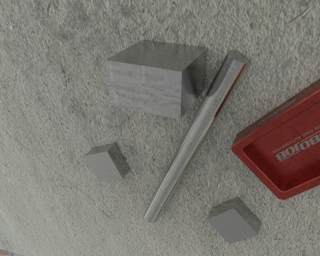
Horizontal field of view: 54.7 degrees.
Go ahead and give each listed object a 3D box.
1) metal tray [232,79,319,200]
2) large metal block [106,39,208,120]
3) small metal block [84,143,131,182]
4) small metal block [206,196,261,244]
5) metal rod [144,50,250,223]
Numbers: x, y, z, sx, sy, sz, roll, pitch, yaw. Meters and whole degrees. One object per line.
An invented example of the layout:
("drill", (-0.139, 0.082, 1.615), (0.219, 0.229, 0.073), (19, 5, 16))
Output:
("metal tray", (0.155, 0.015, 0.330), (0.090, 0.030, 0.129), (46, 129, -4))
("large metal block", (0.000, -0.057, 0.335), (0.080, 0.080, 0.050), (13, 124, 21))
("small metal block", (-0.082, 0.054, 0.481), (0.050, 0.025, 0.050), (-13, 112, 33))
("small metal block", (0.103, 0.129, 0.432), (0.050, 0.025, 0.050), (48, 129, -6))
("metal rod", (0.034, 0.035, 0.409), (0.025, 0.025, 0.298), (30, 128, 8))
